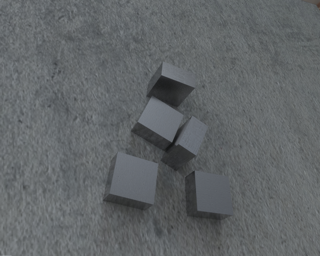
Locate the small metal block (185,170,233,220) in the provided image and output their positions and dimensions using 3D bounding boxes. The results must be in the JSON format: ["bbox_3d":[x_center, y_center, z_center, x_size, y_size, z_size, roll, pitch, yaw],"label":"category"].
[{"bbox_3d":[0.060,0.085,0.387,0.050,0.025,0.050,13,56,-21],"label":"small metal block"}]

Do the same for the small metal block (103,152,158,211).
[{"bbox_3d":[-0.032,0.061,0.351,0.050,0.025,0.050,19,54,-18],"label":"small metal block"}]

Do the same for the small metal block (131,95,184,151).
[{"bbox_3d":[-0.003,-0.007,0.408,0.050,0.025,0.050,32,51,-8],"label":"small metal block"}]

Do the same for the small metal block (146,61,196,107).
[{"bbox_3d":[0.015,-0.060,0.434,0.050,0.050,0.025,18,55,-19],"label":"small metal block"}]

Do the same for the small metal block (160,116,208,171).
[{"bbox_3d":[0.031,0.020,0.394,0.025,0.050,0.050,34,51,-6],"label":"small metal block"}]
